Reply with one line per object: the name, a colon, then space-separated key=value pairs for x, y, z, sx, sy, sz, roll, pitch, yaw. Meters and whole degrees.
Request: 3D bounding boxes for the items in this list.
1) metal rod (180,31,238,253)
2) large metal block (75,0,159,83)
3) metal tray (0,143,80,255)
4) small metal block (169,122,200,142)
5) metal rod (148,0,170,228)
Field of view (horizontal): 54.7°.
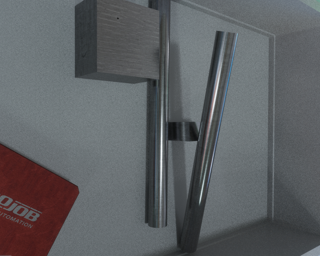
metal rod: x=0.058 y=0.031 z=0.398 sx=0.025 sy=0.025 sz=0.298 roll=-9 pitch=115 yaw=-40
large metal block: x=-0.048 y=-0.096 z=0.352 sx=0.081 sy=0.050 sz=0.079 roll=0 pitch=90 yaw=-40
metal tray: x=-0.148 y=0.066 z=0.275 sx=0.130 sy=0.030 sz=0.090 roll=40 pitch=61 yaw=-33
small metal block: x=0.040 y=0.004 z=0.426 sx=0.050 sy=0.050 sz=0.025 roll=-2 pitch=92 yaw=-40
metal rod: x=-0.001 y=-0.022 z=0.407 sx=0.025 sy=0.025 sz=0.298 roll=1 pitch=89 yaw=-40
